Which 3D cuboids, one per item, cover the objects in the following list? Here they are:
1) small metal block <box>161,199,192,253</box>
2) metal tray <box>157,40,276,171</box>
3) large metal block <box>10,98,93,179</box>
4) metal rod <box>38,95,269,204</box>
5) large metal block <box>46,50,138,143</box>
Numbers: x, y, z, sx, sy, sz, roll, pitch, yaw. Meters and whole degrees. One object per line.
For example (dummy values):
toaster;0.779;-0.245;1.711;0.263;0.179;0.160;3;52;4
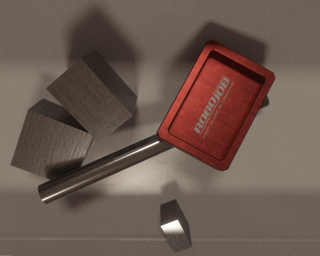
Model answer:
small metal block;0.023;0.141;0.450;0.025;0.050;0.050;-24;109;8
metal tray;0.065;-0.026;0.366;0.090;0.030;0.130;29;85;0
large metal block;-0.134;0.019;0.403;0.080;0.050;0.079;23;108;-9
metal rod;-0.004;0.021;0.388;0.302;0.025;0.025;-24;109;-4
large metal block;-0.074;-0.041;0.366;0.050;0.080;0.080;-38;106;12
